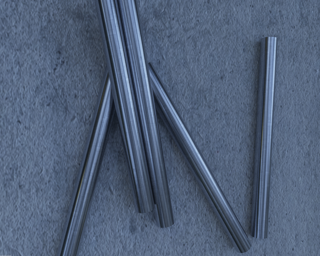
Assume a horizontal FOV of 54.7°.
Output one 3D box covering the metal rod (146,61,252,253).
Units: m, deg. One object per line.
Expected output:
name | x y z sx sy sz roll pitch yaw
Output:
metal rod | 0.050 0.048 0.428 0.025 0.025 0.299 -33 101 -17

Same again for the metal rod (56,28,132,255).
metal rod | -0.078 0.019 0.380 0.025 0.025 0.298 15 85 -20

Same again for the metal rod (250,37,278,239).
metal rod | 0.158 0.014 0.469 0.025 0.025 0.298 4 89 -20

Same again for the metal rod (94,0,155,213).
metal rod | -0.044 -0.042 0.367 0.025 0.025 0.298 -13 100 -20

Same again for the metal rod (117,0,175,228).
metal rod | -0.017 -0.018 0.387 0.025 0.025 0.298 -13 101 -20
